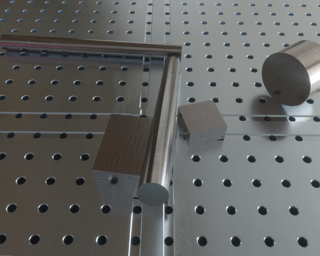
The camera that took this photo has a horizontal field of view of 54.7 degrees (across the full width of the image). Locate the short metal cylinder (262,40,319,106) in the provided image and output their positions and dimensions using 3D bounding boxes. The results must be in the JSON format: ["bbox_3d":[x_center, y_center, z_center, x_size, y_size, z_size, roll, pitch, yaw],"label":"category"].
[{"bbox_3d":[0.194,-0.077,0.440,0.050,0.080,0.080,-28,56,-22],"label":"short metal cylinder"}]

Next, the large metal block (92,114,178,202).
[{"bbox_3d":[-0.025,0.033,0.363,0.080,0.050,0.080,7,50,5],"label":"large metal block"}]

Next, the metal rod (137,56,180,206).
[{"bbox_3d":[0.008,-0.026,0.369,0.025,0.025,0.300,4,32,3],"label":"metal rod"}]

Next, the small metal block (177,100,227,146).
[{"bbox_3d":[0.055,-0.007,0.415,0.050,0.025,0.050,-12,51,-10],"label":"small metal block"}]

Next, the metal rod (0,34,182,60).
[{"bbox_3d":[-0.115,-0.136,0.520,0.302,0.025,0.025,4,50,2],"label":"metal rod"}]
